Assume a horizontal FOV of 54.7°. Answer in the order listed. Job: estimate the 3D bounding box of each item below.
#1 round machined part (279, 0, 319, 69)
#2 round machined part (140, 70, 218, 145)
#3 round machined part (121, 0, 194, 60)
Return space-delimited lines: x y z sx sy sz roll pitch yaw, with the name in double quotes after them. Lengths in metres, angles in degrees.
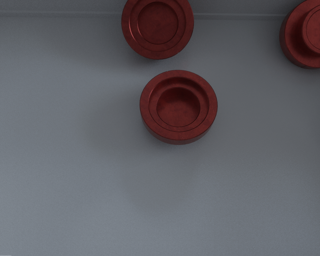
0.223 -0.133 0.431 0.099 0.042 0.097 0 95 1 "round machined part"
0.024 -0.024 0.409 0.099 0.042 0.098 0 70 0 "round machined part"
-0.003 -0.147 0.438 0.099 0.042 0.097 0 105 1 "round machined part"
